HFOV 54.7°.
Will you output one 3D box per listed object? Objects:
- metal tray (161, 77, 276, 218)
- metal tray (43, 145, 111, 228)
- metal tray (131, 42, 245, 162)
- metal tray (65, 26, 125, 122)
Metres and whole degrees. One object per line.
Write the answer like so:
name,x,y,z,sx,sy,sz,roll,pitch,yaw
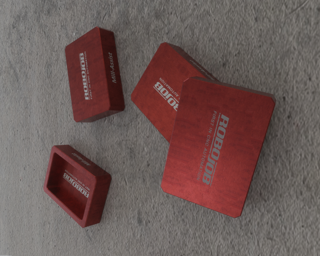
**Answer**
metal tray,0.058,0.019,0.326,0.090,0.030,0.129,17,107,18
metal tray,-0.142,0.093,0.519,0.130,0.030,0.089,26,106,37
metal tray,0.028,-0.032,0.379,0.130,0.030,0.089,48,119,29
metal tray,-0.105,-0.081,0.489,0.090,0.030,0.129,-16,80,39
